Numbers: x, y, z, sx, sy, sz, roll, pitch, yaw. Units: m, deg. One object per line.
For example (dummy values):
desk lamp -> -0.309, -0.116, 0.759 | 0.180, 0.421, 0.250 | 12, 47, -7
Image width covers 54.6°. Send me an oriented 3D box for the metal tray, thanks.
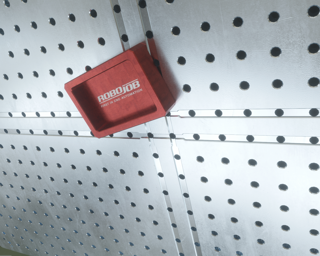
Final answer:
metal tray -> -0.056, -0.044, 0.410 | 0.130, 0.030, 0.090 | -18, 109, 35
